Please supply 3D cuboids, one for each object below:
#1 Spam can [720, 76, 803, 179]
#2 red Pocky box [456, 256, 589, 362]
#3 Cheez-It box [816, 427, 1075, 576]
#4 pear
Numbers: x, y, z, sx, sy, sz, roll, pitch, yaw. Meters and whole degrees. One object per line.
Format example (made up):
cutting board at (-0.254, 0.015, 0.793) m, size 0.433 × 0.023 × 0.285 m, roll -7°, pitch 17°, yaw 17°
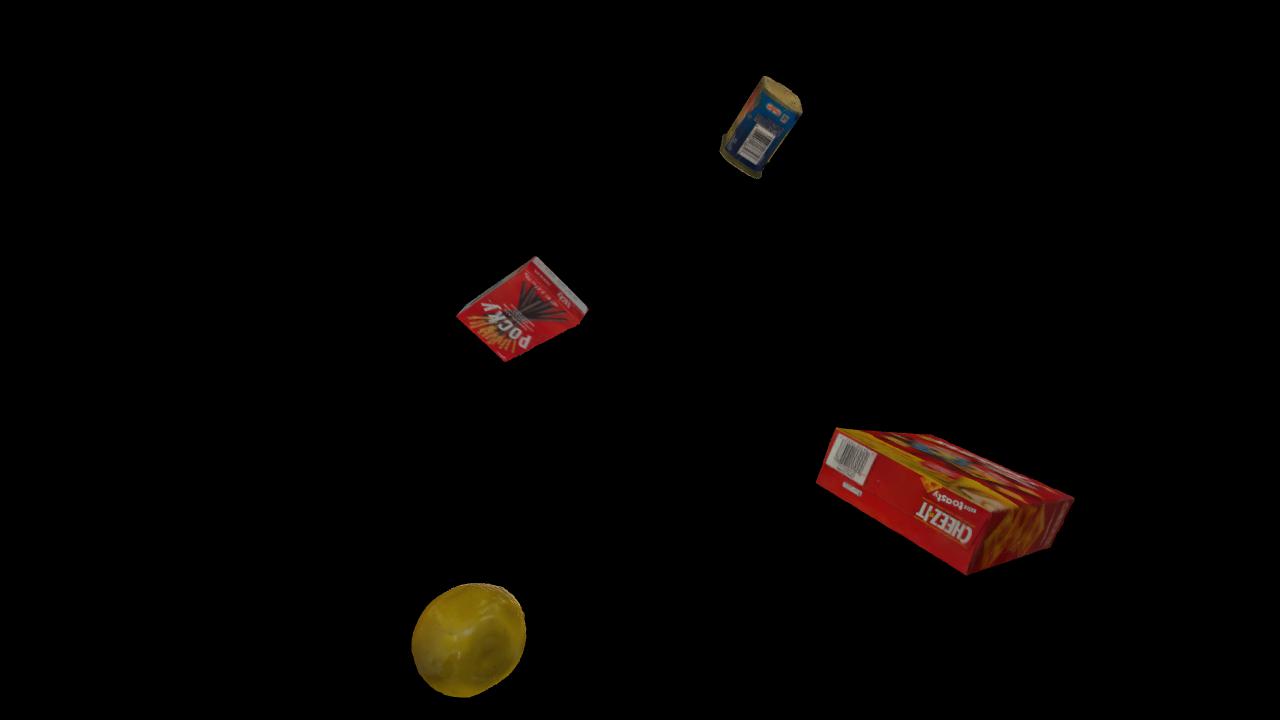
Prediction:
Spam can at (0.141, -0.272, 0.713) m, size 0.058 × 0.085 × 0.101 m, roll 29°, pitch 35°, yaw -10°
red Pocky box at (-0.134, -0.051, 0.685) m, size 0.155 × 0.028 × 0.083 m, roll -22°, pitch -59°, yaw 44°
Cheez-It box at (0.318, 0.136, 0.641) m, size 0.223 × 0.071 × 0.166 m, roll 7°, pitch 16°, yaw -41°
pear at (-0.138, 0.200, 0.464) m, size 0.080 × 0.080 × 0.111 m, roll 0°, pitch 0°, yaw -42°
